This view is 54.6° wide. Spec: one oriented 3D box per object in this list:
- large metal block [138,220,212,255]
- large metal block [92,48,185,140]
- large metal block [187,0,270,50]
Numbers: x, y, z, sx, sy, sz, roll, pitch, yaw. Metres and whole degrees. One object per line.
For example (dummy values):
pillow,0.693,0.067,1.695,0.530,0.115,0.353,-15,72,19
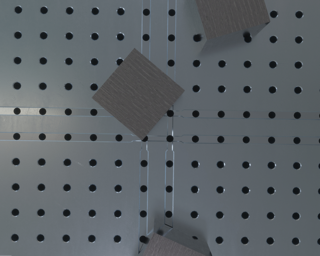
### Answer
large metal block,0.012,0.179,0.401,0.080,0.050,0.080,24,90,0
large metal block,-0.026,-0.041,0.401,0.080,0.050,0.080,40,90,0
large metal block,0.084,-0.156,0.401,0.080,0.050,0.080,-16,90,0
